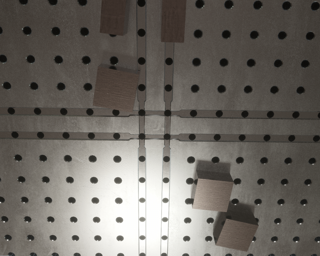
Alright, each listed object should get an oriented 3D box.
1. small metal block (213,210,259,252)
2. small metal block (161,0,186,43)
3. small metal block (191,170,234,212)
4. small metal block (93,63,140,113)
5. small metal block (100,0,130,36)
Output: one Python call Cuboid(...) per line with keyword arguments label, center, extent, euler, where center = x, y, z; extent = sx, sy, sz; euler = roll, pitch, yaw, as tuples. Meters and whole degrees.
Cuboid(label="small metal block", center=(0.115, 0.156, 0.473), extent=(0.050, 0.025, 0.050), euler=(14, 109, -6))
Cuboid(label="small metal block", center=(0.014, -0.126, 0.354), extent=(0.025, 0.050, 0.050), euler=(2, 110, -1))
Cuboid(label="small metal block", center=(0.074, 0.091, 0.448), extent=(0.050, 0.025, 0.050), euler=(7, 110, -3))
Cuboid(label="small metal block", center=(-0.055, -0.051, 0.394), extent=(0.050, 0.025, 0.050), euler=(11, 110, -5))
Cuboid(label="small metal block", center=(-0.050, -0.133, 0.350), extent=(0.025, 0.050, 0.050), euler=(7, 110, -3))
